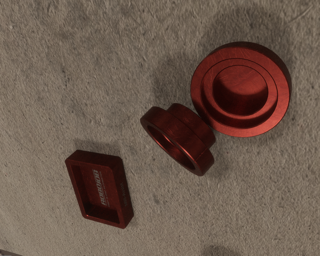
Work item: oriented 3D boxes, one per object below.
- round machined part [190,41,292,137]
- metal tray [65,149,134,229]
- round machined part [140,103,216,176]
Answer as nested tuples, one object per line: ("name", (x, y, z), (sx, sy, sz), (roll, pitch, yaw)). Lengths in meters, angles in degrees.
("round machined part", (0.085, -0.042, 0.324), (0.098, 0.042, 0.097), (13, 124, 20))
("metal tray", (-0.099, 0.103, 0.516), (0.090, 0.030, 0.129), (6, 122, 24))
("round machined part", (0.027, 0.009, 0.365), (0.098, 0.042, 0.098), (41, 169, 11))
